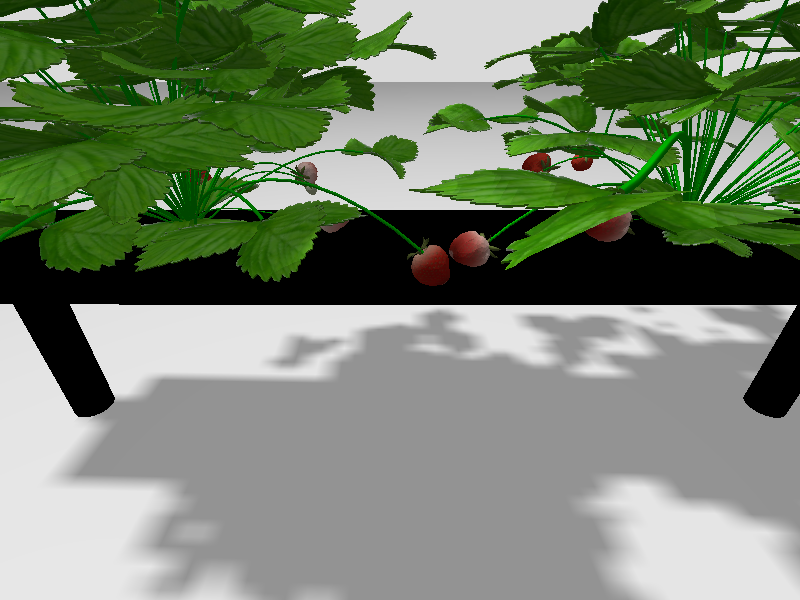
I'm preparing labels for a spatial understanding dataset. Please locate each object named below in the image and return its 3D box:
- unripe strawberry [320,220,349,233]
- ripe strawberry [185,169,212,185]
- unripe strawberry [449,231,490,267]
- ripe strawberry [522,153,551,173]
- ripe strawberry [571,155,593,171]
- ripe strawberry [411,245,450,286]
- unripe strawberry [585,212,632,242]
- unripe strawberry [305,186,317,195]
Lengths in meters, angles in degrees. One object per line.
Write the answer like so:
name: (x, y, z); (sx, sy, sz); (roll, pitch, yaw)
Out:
unripe strawberry: (-0.060, -0.075, 0.368); (0.026, 0.025, 0.024); (-1, 30, -2)
ripe strawberry: (-0.246, -0.148, 0.490); (0.029, 0.026, 0.027); (-11, 19, -18)
unripe strawberry: (0.051, -0.037, 0.299); (0.028, 0.027, 0.030); (-15, 33, -13)
ripe strawberry: (0.175, -0.171, 0.517); (0.034, 0.039, 0.037); (-13, 31, -21)
ripe strawberry: (0.262, -0.199, 0.579); (0.030, 0.025, 0.030); (0, -17, 0)
ripe strawberry: (0.023, -0.023, 0.280); (0.028, 0.028, 0.026); (-36, 8, 38)
unripe strawberry: (0.172, -0.067, 0.341); (0.037, 0.037, 0.041); (-7, 31, -11)
unripe strawberry: (-0.105, -0.131, 0.475); (0.014, 0.013, 0.013); (19, 53, 29)
